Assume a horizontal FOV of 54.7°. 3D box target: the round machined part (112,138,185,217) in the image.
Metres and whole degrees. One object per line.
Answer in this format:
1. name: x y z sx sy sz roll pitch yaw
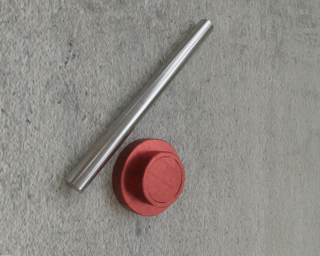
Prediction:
1. round machined part: -0.007 0.062 0.390 0.099 0.042 0.097 0 90 -40

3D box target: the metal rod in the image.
1. metal rod: -0.012 -0.045 0.396 0.025 0.025 0.301 52 59 -28
